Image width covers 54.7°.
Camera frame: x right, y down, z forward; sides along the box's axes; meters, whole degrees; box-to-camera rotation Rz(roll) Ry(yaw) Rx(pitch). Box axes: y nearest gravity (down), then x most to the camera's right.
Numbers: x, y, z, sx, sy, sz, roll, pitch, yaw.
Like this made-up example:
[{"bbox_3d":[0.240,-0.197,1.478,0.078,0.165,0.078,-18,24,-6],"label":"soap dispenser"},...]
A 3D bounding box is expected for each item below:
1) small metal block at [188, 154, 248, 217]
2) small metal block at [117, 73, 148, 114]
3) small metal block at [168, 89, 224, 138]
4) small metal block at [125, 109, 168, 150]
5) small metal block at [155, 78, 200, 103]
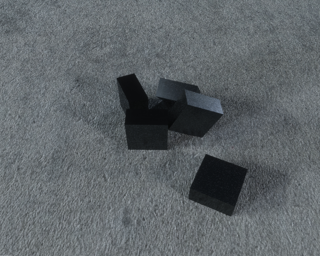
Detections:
[{"bbox_3d":[0.066,0.064,0.350,0.050,0.025,0.050,20,53,16],"label":"small metal block"},{"bbox_3d":[-0.036,-0.036,0.417,0.025,0.050,0.050,-18,53,-14],"label":"small metal block"},{"bbox_3d":[0.043,-0.017,0.390,0.050,0.050,0.025,13,48,-23],"label":"small metal block"},{"bbox_3d":[-0.015,0.003,0.384,0.050,0.050,0.025,1,50,0],"label":"small metal block"},{"bbox_3d":[0.026,-0.047,0.423,0.050,0.050,0.025,14,91,12],"label":"small metal block"}]
